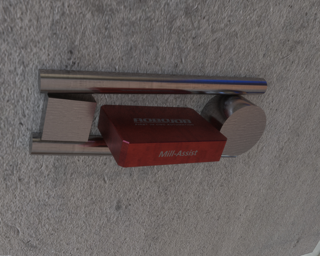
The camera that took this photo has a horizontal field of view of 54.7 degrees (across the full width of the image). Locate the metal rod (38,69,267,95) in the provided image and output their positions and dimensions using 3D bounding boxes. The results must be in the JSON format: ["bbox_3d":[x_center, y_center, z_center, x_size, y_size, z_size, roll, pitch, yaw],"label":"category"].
[{"bbox_3d":[0.012,-0.054,0.382,0.303,0.025,0.025,-3,120,-27],"label":"metal rod"}]

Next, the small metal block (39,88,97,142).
[{"bbox_3d":[-0.103,-0.013,0.344,0.050,0.025,0.050,4,116,-31],"label":"small metal block"}]

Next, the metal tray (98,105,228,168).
[{"bbox_3d":[0.002,0.006,0.369,0.131,0.090,0.030,0,118,-28],"label":"metal tray"}]

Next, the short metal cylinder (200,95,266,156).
[{"bbox_3d":[0.103,-0.007,0.444,0.081,0.050,0.079,-14,124,-21],"label":"short metal cylinder"}]

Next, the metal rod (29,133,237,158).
[{"bbox_3d":[-0.012,0.026,0.418,0.302,0.025,0.025,4,117,-30],"label":"metal rod"}]
